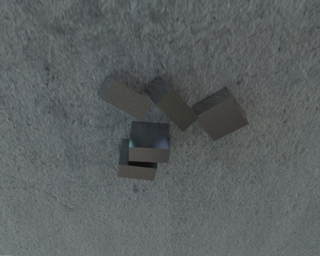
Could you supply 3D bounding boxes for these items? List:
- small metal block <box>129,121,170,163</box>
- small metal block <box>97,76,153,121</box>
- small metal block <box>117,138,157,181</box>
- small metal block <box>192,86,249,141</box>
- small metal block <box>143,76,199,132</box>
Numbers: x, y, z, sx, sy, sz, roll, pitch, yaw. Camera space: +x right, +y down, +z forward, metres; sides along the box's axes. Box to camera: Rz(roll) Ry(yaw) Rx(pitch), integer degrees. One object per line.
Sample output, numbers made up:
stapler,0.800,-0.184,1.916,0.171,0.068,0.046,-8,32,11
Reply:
small metal block,-0.014,0.018,0.406,0.050,0.050,0.025,3,130,-3
small metal block,-0.042,-0.035,0.357,0.050,0.050,0.025,29,92,-23
small metal block,-0.031,0.043,0.427,0.050,0.050,0.025,7,130,-7
small metal block,0.076,-0.017,0.394,0.050,0.025,0.050,-29,125,22
small metal block,0.012,-0.029,0.363,0.025,0.050,0.050,-44,121,5
